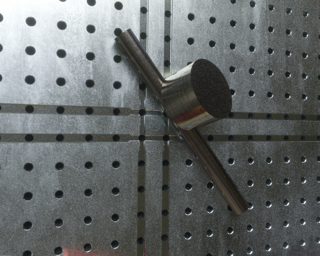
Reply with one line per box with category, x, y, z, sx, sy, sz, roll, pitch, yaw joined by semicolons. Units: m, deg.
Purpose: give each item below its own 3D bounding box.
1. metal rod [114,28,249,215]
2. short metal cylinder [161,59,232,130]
metal rod;0.036;0.000;0.427;0.025;0.025;0.299;-39;103;-16
short metal cylinder;0.048;-0.042;0.401;0.080;0.050;0.080;20;60;-38
